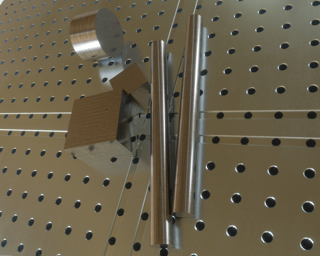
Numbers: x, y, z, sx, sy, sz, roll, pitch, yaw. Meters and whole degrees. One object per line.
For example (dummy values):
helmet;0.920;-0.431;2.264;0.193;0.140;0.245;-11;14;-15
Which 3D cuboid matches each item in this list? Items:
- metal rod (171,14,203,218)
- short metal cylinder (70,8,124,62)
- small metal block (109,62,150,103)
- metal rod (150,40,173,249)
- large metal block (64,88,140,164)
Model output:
metal rod;0.040;-0.036;0.408;0.025;0.025;0.299;-8;58;24
short metal cylinder;-0.104;-0.155;0.521;0.050;0.080;0.080;-4;60;26
small metal block;-0.043;-0.064;0.469;0.050;0.025;0.050;-34;52;5
metal rod;0.000;-0.002;0.407;0.025;0.025;0.299;-14;56;20
large metal block;-0.078;-0.001;0.433;0.080;0.050;0.080;-11;57;22
